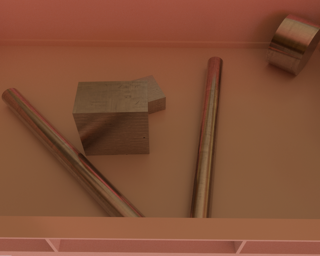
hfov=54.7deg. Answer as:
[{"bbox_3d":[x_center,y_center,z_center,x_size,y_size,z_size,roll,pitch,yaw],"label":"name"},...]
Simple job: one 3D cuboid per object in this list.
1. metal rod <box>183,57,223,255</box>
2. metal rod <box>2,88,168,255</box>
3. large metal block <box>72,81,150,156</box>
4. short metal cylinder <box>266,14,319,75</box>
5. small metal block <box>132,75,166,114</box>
[{"bbox_3d":[0.061,0.010,0.397,0.025,0.025,0.300,8,50,6],"label":"metal rod"},{"bbox_3d":[-0.107,0.036,0.373,0.025,0.025,0.300,-37,60,-27],"label":"metal rod"},{"bbox_3d":[-0.054,-0.010,0.377,0.081,0.080,0.050,-1,50,-2],"label":"large metal block"},{"bbox_3d":[0.209,-0.129,0.480,0.050,0.080,0.080,33,57,24],"label":"short metal cylinder"},{"bbox_3d":[-0.025,-0.045,0.443,0.050,0.025,0.050,-18,52,-15],"label":"small metal block"}]
